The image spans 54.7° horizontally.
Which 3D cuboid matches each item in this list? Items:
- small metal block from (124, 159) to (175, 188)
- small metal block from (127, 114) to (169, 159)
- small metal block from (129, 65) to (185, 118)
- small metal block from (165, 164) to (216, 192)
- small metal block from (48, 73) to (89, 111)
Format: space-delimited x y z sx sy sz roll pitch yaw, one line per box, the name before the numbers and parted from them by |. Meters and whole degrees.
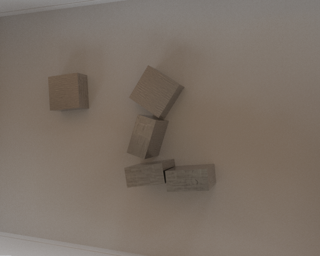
small metal block | -0.011 0.058 0.400 0.050 0.050 0.025 -10 87 19
small metal block | -0.015 0.011 0.402 0.025 0.050 0.050 19 96 19
small metal block | -0.004 -0.047 0.411 0.050 0.025 0.050 35 101 16
small metal block | 0.039 0.061 0.383 0.050 0.050 0.025 -6 88 19
small metal block | -0.135 -0.052 0.456 0.050 0.025 0.050 -4 89 19
